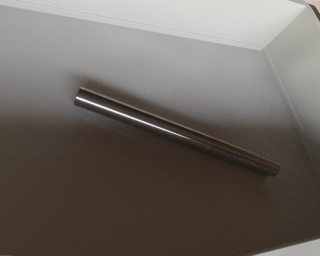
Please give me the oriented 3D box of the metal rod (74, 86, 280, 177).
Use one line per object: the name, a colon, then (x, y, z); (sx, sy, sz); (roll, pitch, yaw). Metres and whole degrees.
metal rod: (0.035, 0.011, 0.419); (0.302, 0.025, 0.025); (20, 54, -17)
